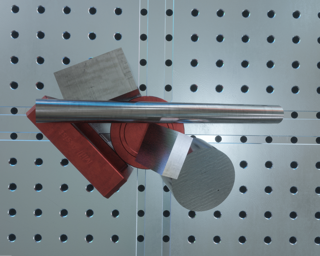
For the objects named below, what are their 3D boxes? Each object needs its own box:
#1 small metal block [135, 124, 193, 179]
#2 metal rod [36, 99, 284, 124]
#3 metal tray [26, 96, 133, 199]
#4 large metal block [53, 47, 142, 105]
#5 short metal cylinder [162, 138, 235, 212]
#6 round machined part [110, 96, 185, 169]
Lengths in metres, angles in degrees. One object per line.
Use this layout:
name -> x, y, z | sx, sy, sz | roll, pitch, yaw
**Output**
small metal block -> 0.004, 0.025, 0.357 | 0.025, 0.050, 0.050 | 23, 87, -43
metal rod -> 0.016, -0.018, 0.366 | 0.303, 0.025, 0.025 | 0, 90, -20
metal tray -> -0.092, 0.021, 0.379 | 0.030, 0.090, 0.130 | -44, 91, 0
large metal block -> -0.072, -0.053, 0.383 | 0.080, 0.080, 0.050 | -21, 90, 0
short metal cylinder -> 0.046, 0.057, 0.389 | 0.081, 0.050, 0.079 | -4, 103, -15
round machined part -> -0.017, 0.006, 0.407 | 0.099, 0.042, 0.097 | 0, 90, -1
